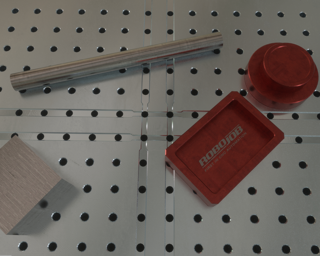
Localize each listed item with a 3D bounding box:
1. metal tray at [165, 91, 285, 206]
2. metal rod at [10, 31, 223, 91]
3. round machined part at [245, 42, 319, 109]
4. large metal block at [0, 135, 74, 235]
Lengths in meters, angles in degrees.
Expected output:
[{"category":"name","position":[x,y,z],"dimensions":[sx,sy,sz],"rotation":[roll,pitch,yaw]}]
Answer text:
[{"category":"metal tray","position":[0.082,0.024,0.400],"dimensions":[0.130,0.030,0.090],"rotation":[-41,75,-14]},{"category":"metal rod","position":[-0.057,-0.097,0.446],"dimensions":[0.302,0.025,0.025],"rotation":[-13,71,-5]},{"category":"round machined part","position":[0.173,-0.079,0.433],"dimensions":[0.099,0.042,0.098],"rotation":[0,70,0]},{"category":"large metal block","position":[-0.168,0.069,0.372],"dimensions":[0.080,0.050,0.080],"rotation":[39,75,13]}]
